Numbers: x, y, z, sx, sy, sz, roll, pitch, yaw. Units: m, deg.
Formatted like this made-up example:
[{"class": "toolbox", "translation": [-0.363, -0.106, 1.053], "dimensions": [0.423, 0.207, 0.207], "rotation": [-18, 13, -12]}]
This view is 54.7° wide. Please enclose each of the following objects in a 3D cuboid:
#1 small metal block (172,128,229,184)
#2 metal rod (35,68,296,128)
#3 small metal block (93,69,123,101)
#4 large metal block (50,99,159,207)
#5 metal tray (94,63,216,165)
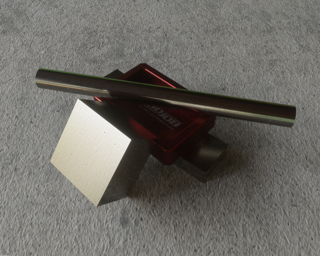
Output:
[{"class": "small metal block", "translation": [0.047, 0.031, 0.379], "dimensions": [0.050, 0.025, 0.050], "rotation": [31, 56, 23]}, {"class": "metal rod", "translation": [0.000, -0.037, 0.364], "dimensions": [0.302, 0.025, 0.025], "rotation": [9, 51, 7]}, {"class": "small metal block", "translation": [-0.064, -0.053, 0.448], "dimensions": [0.050, 0.025, 0.050], "rotation": [37, 59, 26]}, {"class": "large metal block", "translation": [-0.062, 0.024, 0.337], "dimensions": [0.080, 0.080, 0.050], "rotation": [35, 17, 26]}, {"class": "metal tray", "translation": [-0.007, -0.023, 0.387], "dimensions": [0.130, 0.030, 0.090], "rotation": [36, 58, 26]}]
